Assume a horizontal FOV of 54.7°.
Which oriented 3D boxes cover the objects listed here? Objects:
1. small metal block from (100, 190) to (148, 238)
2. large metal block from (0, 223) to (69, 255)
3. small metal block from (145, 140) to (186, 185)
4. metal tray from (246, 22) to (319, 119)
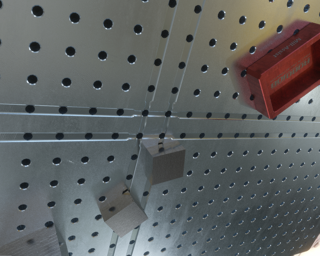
[{"bbox_3d":[-0.053,0.129,0.464,0.050,0.025,0.050,-34,129,-6],"label":"small metal block"},{"bbox_3d":[-0.162,0.185,0.403,0.081,0.080,0.050,-22,127,-16],"label":"large metal block"},{"bbox_3d":[0.007,0.050,0.448,0.050,0.025,0.050,-12,124,-23],"label":"small metal block"},{"bbox_3d":[0.199,-0.085,0.466,0.130,0.030,0.090,-35,129,-5],"label":"metal tray"}]
